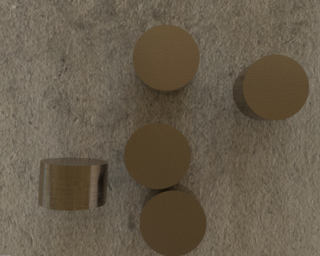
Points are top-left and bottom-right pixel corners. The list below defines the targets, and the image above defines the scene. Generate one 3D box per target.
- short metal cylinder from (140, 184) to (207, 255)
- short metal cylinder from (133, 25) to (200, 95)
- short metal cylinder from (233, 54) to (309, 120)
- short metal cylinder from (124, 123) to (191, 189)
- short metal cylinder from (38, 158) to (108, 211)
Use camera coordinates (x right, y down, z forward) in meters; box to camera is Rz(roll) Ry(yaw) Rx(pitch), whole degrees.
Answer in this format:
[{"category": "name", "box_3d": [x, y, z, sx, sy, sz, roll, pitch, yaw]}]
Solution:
[{"category": "short metal cylinder", "box_3d": [0.016, 0.115, 0.398, 0.081, 0.050, 0.079, 0, 90, -1]}, {"category": "short metal cylinder", "box_3d": [0.007, -0.085, 0.398, 0.081, 0.050, 0.079, 0, 90, -1]}, {"category": "short metal cylinder", "box_3d": [0.140, -0.049, 0.399, 0.081, 0.050, 0.079, 0, 90, -1]}, {"category": "short metal cylinder", "box_3d": [-0.003, 0.034, 0.398, 0.081, 0.050, 0.079, 0, 90, -1]}, {"category": "short metal cylinder", "box_3d": [-0.106, 0.066, 0.381, 0.081, 0.080, 0.050, 3, 90, -1]}]
